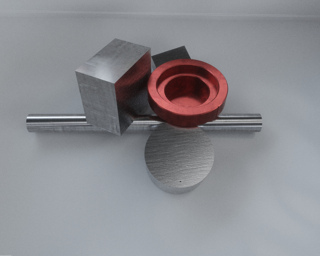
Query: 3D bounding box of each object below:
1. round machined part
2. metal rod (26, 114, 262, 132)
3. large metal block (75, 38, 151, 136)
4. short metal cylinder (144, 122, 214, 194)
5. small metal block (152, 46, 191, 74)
[{"bbox_3d":[0.034,-0.040,0.394,0.099,0.042,0.098,0,52,0],"label":"round machined part"},{"bbox_3d":[-0.019,-0.007,0.409,0.302,0.025,0.025,0,70,-1],"label":"metal rod"},{"bbox_3d":[-0.052,-0.051,0.381,0.050,0.079,0.080,20,48,18],"label":"large metal block"},{"bbox_3d":[0.022,0.037,0.380,0.081,0.050,0.080,0,70,0],"label":"short metal cylinder"},{"bbox_3d":[0.020,-0.083,0.439,0.050,0.025,0.050,-20,71,-8],"label":"small metal block"}]
